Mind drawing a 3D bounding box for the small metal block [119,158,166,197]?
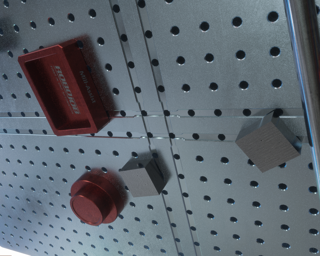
[{"bbox_3d":[-0.027,0.077,0.473,0.050,0.025,0.050,-13,112,33],"label":"small metal block"}]

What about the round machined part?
[{"bbox_3d":[-0.118,0.132,0.544,0.098,0.042,0.097,13,124,21],"label":"round machined part"}]

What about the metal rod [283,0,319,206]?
[{"bbox_3d":[0.163,-0.009,0.319,0.025,0.025,0.299,-7,115,31],"label":"metal rod"}]

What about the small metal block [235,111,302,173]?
[{"bbox_3d":[0.124,0.017,0.356,0.050,0.025,0.050,48,129,-6],"label":"small metal block"}]

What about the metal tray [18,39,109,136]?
[{"bbox_3d":[-0.138,-0.053,0.447,0.090,0.030,0.129,-5,116,30],"label":"metal tray"}]
